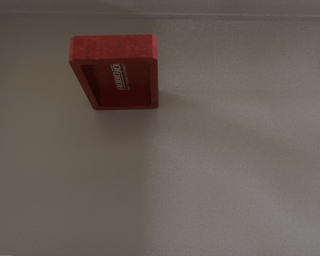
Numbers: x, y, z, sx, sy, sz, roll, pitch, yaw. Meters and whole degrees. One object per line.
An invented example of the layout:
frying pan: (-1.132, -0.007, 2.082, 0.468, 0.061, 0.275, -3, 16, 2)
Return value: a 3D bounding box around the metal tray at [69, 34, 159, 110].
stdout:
metal tray: (-0.048, -0.061, 0.376, 0.090, 0.130, 0.030, -2, 70, -1)
